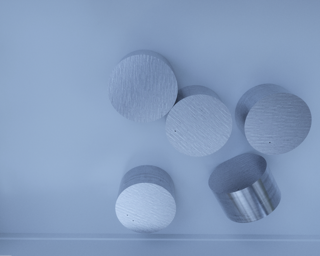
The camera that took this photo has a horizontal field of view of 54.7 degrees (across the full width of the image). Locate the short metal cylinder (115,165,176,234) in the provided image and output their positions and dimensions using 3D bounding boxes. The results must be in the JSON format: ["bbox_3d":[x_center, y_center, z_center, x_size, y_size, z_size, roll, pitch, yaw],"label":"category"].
[{"bbox_3d":[-0.019,0.099,0.434,0.081,0.050,0.079,0,110,-1],"label":"short metal cylinder"}]

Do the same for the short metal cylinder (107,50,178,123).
[{"bbox_3d":[-0.020,-0.052,0.378,0.081,0.050,0.079,0,110,-1],"label":"short metal cylinder"}]

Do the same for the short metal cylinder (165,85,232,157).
[{"bbox_3d":[0.046,-0.010,0.395,0.081,0.050,0.079,0,110,-1],"label":"short metal cylinder"}]

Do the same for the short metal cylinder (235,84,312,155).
[{"bbox_3d":[0.142,-0.012,0.396,0.081,0.050,0.079,0,110,-1],"label":"short metal cylinder"}]

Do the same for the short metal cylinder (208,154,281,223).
[{"bbox_3d":[0.112,0.079,0.413,0.080,0.080,0.050,-27,108,9],"label":"short metal cylinder"}]
